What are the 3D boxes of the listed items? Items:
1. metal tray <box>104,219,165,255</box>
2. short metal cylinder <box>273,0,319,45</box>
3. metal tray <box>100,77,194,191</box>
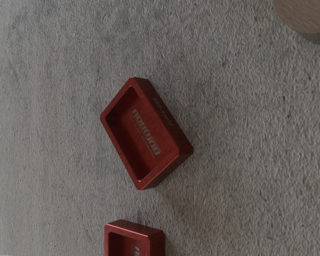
[{"bbox_3d":[-0.037,0.202,0.431,0.090,0.030,0.129,0,90,40],"label":"metal tray"},{"bbox_3d":[0.147,-0.116,0.267,0.080,0.050,0.079,0,90,40],"label":"short metal cylinder"},{"bbox_3d":[-0.023,0.006,0.420,0.090,0.030,0.130,-46,63,30],"label":"metal tray"}]
